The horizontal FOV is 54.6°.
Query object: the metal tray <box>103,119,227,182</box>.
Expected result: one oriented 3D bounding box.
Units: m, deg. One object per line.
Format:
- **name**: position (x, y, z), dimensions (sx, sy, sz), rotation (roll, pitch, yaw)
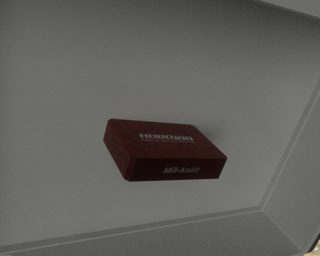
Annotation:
- **metal tray**: position (0.006, 0.026, 0.384), dimensions (0.131, 0.090, 0.030), rotation (4, 117, -30)
